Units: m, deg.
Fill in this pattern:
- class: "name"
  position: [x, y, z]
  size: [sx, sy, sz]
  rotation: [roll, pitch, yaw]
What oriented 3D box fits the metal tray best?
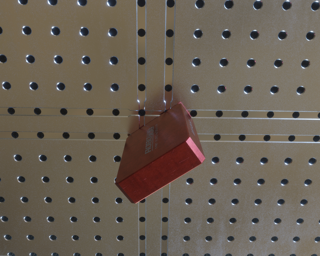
- class: "metal tray"
  position: [-0.001, 0.023, 0.366]
  size: [0.090, 0.130, 0.030]
  rotation: [-33, 107, 11]
